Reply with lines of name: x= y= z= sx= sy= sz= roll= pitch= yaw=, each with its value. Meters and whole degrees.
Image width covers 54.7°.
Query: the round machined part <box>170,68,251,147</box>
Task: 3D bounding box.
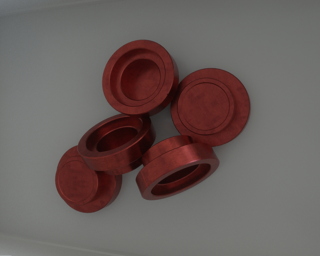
round machined part: x=0.059 y=-0.025 z=0.380 sx=0.098 sy=0.042 sz=0.097 roll=0 pitch=90 yaw=19

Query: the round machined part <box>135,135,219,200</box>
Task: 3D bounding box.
round machined part: x=0.017 y=0.044 z=0.368 sx=0.098 sy=0.098 sz=0.042 roll=-34 pitch=62 yaw=16

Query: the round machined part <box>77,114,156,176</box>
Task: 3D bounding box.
round machined part: x=-0.051 y=0.023 z=0.399 sx=0.098 sy=0.098 sz=0.042 roll=-10 pitch=121 yaw=19

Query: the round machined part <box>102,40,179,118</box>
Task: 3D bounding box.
round machined part: x=-0.022 y=-0.060 z=0.403 sx=0.098 sy=0.042 sz=0.097 roll=-4 pitch=79 yaw=20

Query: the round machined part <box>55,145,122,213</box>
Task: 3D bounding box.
round machined part: x=-0.107 y=0.072 z=0.438 sx=0.098 sy=0.042 sz=0.097 roll=0 pitch=90 yaw=19
